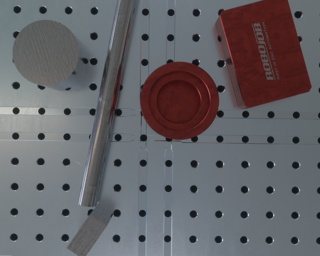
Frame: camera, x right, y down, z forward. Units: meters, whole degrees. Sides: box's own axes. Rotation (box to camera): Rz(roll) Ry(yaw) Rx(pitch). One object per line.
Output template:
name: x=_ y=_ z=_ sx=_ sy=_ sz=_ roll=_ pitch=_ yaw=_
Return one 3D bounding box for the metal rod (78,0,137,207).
metal rod: x=-0.068 y=-0.045 z=0.412 sx=0.025 sy=0.025 sz=0.298 roll=11 pitch=90 yaw=0

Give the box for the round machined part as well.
round machined part: x=0.025 y=-0.034 z=0.405 sx=0.099 sy=0.042 sz=0.097 roll=0 pitch=90 yaw=0

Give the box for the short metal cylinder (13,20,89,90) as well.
short metal cylinder: x=-0.138 y=-0.091 z=0.400 sx=0.081 sy=0.050 sz=0.079 roll=0 pitch=90 yaw=0

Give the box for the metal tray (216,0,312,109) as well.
metal tray: x=0.136 y=-0.099 z=0.412 sx=0.091 sy=0.030 sz=0.129 roll=-15 pitch=90 yaw=0

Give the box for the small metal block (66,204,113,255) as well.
small metal block: x=-0.089 y=0.132 z=0.400 sx=0.025 sy=0.050 sz=0.050 roll=35 pitch=90 yaw=0
